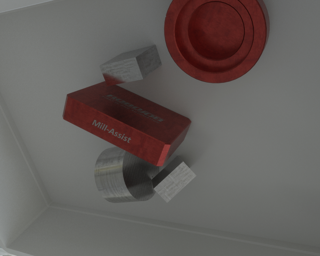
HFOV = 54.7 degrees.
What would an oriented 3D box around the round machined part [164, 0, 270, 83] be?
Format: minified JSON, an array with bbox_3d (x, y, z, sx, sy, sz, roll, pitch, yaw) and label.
[{"bbox_3d":[0.057,-0.097,0.307,0.098,0.042,0.097,13,124,20],"label":"round machined part"}]

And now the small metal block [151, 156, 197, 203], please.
[{"bbox_3d":[0.017,0.066,0.410,0.050,0.050,0.025,-43,95,-1],"label":"small metal block"}]

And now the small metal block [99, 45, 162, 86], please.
[{"bbox_3d":[-0.033,-0.074,0.363,0.050,0.050,0.025,-5,116,30],"label":"small metal block"}]

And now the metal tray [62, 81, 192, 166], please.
[{"bbox_3d":[-0.036,-0.011,0.374,0.130,0.090,0.030,26,116,12],"label":"metal tray"}]

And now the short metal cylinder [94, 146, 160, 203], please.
[{"bbox_3d":[-0.044,0.063,0.434,0.050,0.080,0.080,-13,112,33],"label":"short metal cylinder"}]
